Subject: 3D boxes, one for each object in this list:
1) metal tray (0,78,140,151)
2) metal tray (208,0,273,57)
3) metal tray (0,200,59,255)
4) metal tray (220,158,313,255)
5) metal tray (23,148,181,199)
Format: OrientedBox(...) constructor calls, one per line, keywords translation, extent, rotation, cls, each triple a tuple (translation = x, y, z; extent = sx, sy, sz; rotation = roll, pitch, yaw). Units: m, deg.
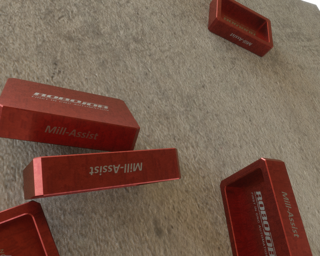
OrientedBox(translation=(-0.096, -0.014, 0.327), extent=(0.131, 0.030, 0.090), rotation=(10, 20, -23), cls="metal tray")
OrientedBox(translation=(0.160, -0.205, 0.614), extent=(0.131, 0.030, 0.090), rotation=(21, 54, -16), cls="metal tray")
OrientedBox(translation=(-0.124, 0.136, 0.250), extent=(0.091, 0.030, 0.130), rotation=(-16, 70, -35), cls="metal tray")
OrientedBox(translation=(0.118, 0.111, 0.359), extent=(0.030, 0.090, 0.130), rotation=(9, 58, -24), cls="metal tray")
OrientedBox(translation=(-0.057, 0.045, 0.301), extent=(0.131, 0.090, 0.030), rotation=(-2, 78, -29), cls="metal tray")
